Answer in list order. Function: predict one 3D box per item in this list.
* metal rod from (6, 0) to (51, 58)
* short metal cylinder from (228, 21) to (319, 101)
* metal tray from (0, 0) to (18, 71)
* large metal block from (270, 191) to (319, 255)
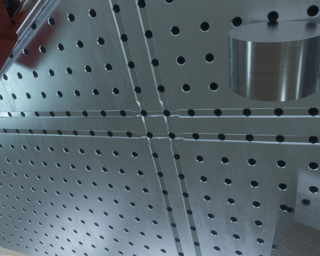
[{"bbox_3d":[-0.229,-0.121,0.457,0.299,0.025,0.025,-30,102,37],"label":"metal rod"},{"bbox_3d":[0.104,-0.063,0.282,0.080,0.080,0.050,7,121,25],"label":"short metal cylinder"},{"bbox_3d":[-0.254,-0.121,0.440,0.129,0.030,0.090,-38,72,36],"label":"metal tray"},{"bbox_3d":[0.191,0.137,0.379,0.080,0.050,0.079,21,126,16],"label":"large metal block"}]
